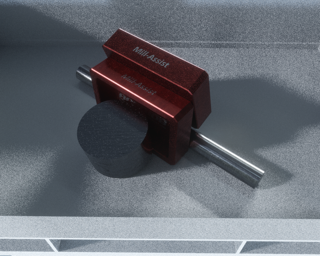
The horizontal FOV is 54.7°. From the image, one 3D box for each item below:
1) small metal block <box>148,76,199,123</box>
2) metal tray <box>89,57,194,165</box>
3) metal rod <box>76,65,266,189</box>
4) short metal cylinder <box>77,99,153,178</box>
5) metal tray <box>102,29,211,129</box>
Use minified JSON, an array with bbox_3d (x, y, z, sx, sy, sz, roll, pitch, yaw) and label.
[{"bbox_3d":[0.019,-0.042,0.438,0.050,0.025,0.050,33,57,24],"label":"small metal block"},{"bbox_3d":[-0.024,-0.020,0.378,0.130,0.089,0.030,32,57,23],"label":"metal tray"},{"bbox_3d":[-0.002,-0.013,0.416,0.300,0.025,0.025,32,57,23],"label":"metal rod"},{"bbox_3d":[-0.051,0.013,0.368,0.080,0.050,0.080,-3,57,4],"label":"short metal cylinder"},{"bbox_3d":[-0.002,-0.058,0.377,0.130,0.090,0.030,32,74,23],"label":"metal tray"}]
